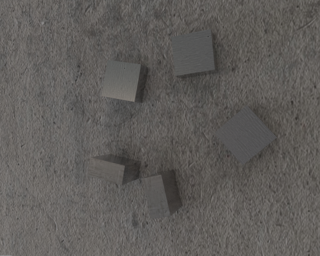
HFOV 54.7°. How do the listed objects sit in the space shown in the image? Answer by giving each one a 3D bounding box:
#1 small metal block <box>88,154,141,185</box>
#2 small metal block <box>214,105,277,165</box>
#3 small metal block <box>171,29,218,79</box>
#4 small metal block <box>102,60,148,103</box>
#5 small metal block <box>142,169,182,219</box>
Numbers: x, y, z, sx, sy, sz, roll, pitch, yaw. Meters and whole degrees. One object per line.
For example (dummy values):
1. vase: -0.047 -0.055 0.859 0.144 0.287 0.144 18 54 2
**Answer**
1. small metal block: -0.060 0.054 0.417 0.050 0.050 0.025 11 94 19
2. small metal block: 0.103 0.008 0.373 0.050 0.025 0.050 -43 77 15
3. small metal block: 0.045 -0.093 0.393 0.050 0.025 0.050 -6 88 19
4. small metal block: -0.048 -0.064 0.426 0.050 0.025 0.050 11 94 19
5. small metal block: 0.004 0.082 0.394 0.025 0.050 0.050 -14 85 19
